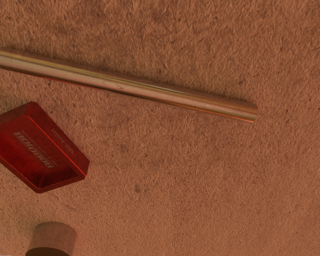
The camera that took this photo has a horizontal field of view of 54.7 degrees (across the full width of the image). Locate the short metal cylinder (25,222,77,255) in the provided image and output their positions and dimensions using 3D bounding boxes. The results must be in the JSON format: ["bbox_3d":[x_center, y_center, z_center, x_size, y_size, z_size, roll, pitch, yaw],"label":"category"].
[{"bbox_3d":[-0.200,0.218,0.574,0.081,0.050,0.079,0,130,0],"label":"short metal cylinder"}]

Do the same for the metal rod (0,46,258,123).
[{"bbox_3d":[-0.028,-0.048,0.366,0.302,0.025,0.025,11,129,-10],"label":"metal rod"}]

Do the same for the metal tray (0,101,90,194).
[{"bbox_3d":[-0.172,0.033,0.429,0.090,0.030,0.130,-20,128,16],"label":"metal tray"}]
